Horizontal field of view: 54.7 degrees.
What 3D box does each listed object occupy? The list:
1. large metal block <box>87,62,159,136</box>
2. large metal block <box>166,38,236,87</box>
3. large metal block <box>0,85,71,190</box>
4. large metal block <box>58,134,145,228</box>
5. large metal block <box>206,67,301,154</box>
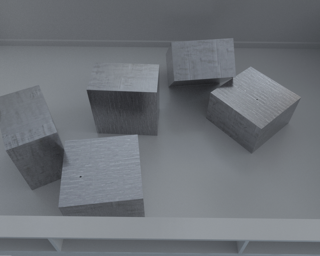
[{"bbox_3d":[-0.042,-0.036,0.399,0.080,0.080,0.050,2,50,2],"label":"large metal block"},{"bbox_3d":[0.054,-0.089,0.436,0.081,0.080,0.050,-5,92,-4],"label":"large metal block"},{"bbox_3d":[-0.144,0.011,0.359,0.050,0.080,0.080,-21,53,-17],"label":"large metal block"},{"bbox_3d":[-0.061,0.057,0.340,0.081,0.050,0.080,-5,50,-4],"label":"large metal block"},{"bbox_3d":[0.121,-0.026,0.411,0.080,0.050,0.080,-33,58,-25],"label":"large metal block"}]
